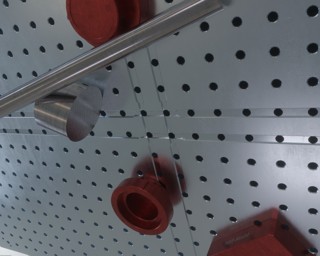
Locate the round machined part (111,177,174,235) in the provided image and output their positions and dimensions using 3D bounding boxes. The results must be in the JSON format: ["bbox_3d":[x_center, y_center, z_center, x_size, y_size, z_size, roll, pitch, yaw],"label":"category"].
[{"bbox_3d":[-0.024,0.116,0.485,0.098,0.042,0.097,13,124,21],"label":"round machined part"}]

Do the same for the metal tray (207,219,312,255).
[{"bbox_3d":[0.143,0.193,0.452,0.090,0.030,0.129,45,129,-4],"label":"metal tray"}]

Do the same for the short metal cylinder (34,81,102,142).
[{"bbox_3d":[-0.123,-0.027,0.424,0.050,0.080,0.079,22,127,15],"label":"short metal cylinder"}]

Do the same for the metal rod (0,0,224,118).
[{"bbox_3d":[-0.075,-0.076,0.350,0.300,0.025,0.025,-21,108,18],"label":"metal rod"}]

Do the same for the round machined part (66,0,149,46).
[{"bbox_3d":[-0.066,-0.135,0.352,0.098,0.042,0.097,13,124,21],"label":"round machined part"}]
